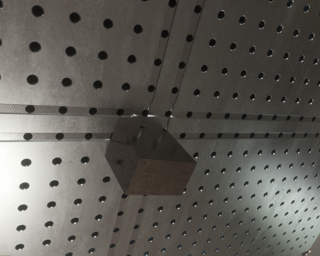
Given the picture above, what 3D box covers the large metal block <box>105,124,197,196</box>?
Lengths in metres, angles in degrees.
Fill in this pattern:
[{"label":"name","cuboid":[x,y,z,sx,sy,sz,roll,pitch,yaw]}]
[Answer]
[{"label":"large metal block","cuboid":[-0.014,0.040,0.394,0.081,0.080,0.050,9,114,-33]}]
